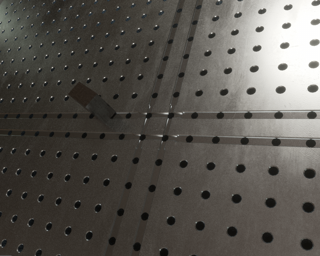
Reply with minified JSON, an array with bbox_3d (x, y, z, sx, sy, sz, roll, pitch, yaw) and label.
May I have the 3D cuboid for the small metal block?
[{"bbox_3d":[-0.102,-0.038,0.467,0.050,0.050,0.025,33,80,38],"label":"small metal block"}]
